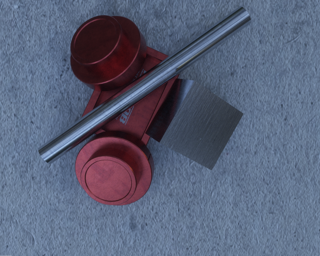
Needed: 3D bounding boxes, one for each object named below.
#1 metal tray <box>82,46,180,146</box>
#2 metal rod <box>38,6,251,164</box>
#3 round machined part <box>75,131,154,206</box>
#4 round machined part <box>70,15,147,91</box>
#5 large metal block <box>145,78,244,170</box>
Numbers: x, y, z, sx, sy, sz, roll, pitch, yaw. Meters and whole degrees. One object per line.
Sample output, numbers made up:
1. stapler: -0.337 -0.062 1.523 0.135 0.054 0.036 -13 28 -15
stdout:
1. metal tray: -0.037 -0.043 0.408 0.090 0.030 0.129 25 90 0
2. metal rod: -0.018 -0.053 0.382 0.301 0.025 0.025 -35 90 0
3. round machined part: -0.058 0.056 0.385 0.099 0.042 0.097 2 111 6
4. round machined part: -0.070 -0.098 0.382 0.098 0.042 0.098 -7 68 19
5. large metal block: 0.042 -0.005 0.385 0.080 0.050 0.080 29 89 -25
